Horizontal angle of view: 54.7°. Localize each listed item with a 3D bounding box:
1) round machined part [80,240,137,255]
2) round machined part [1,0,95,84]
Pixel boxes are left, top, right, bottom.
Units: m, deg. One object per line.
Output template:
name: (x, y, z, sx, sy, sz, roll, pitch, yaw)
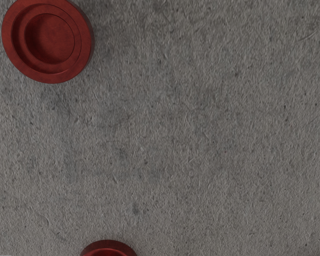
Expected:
round machined part: (-0.083, 0.228, 0.484, 0.099, 0.042, 0.097, 0, 110, 0)
round machined part: (-0.125, -0.104, 0.361, 0.099, 0.042, 0.097, 0, 110, 0)
